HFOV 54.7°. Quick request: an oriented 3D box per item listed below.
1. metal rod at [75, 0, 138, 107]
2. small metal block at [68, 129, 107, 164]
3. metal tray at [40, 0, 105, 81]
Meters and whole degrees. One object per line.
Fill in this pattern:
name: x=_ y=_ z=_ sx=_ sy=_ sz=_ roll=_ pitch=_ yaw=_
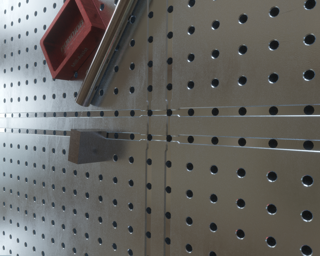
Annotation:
metal rod: x=-0.059 y=-0.161 z=0.458 sx=0.025 sy=0.025 sz=0.298 roll=45 pitch=117 yaw=30
small metal block: x=-0.114 y=0.028 z=0.487 sx=0.025 sy=0.050 sz=0.050 roll=12 pitch=98 yaw=39
metal tray: x=-0.153 y=-0.155 z=0.532 sx=0.129 sy=0.030 sz=0.090 roll=-39 pitch=66 yaw=33
